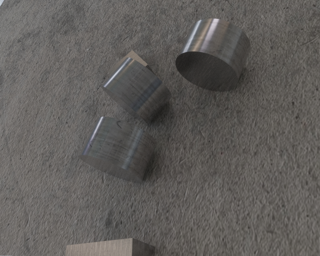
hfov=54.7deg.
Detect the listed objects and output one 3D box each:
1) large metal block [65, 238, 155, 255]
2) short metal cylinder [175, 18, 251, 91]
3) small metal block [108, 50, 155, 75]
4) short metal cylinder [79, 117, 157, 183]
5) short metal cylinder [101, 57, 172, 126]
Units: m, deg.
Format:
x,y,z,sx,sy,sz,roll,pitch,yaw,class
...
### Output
x,y,z,sx,sy,sz,roll,pitch,yaw,class
-0.053,0.162,0.316,0.080,0.050,0.080,-14,56,20,large metal block
0.066,-0.089,0.389,0.080,0.080,0.050,12,68,33,short metal cylinder
-0.044,-0.086,0.480,0.050,0.025,0.050,-41,51,0,small metal block
-0.050,0.028,0.378,0.080,0.080,0.050,9,66,32,short metal cylinder
-0.031,-0.048,0.414,0.080,0.080,0.050,35,82,38,short metal cylinder
